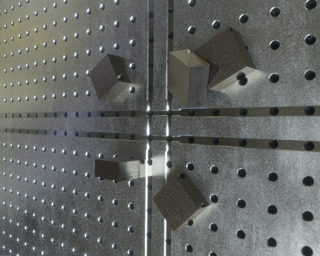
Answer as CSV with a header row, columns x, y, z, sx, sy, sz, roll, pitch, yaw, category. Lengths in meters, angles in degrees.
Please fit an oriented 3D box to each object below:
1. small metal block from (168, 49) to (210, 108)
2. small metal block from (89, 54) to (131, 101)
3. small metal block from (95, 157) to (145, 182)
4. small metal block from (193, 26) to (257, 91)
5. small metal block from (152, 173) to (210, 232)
x,y,z,sx,sy,sz,roll,pitch,yaw,category
0.032,-0.058,0.362,0.050,0.025,0.050,-128,32,-49,small metal block
-0.077,-0.076,0.475,0.050,0.025,0.050,-36,68,34,small metal block
-0.057,0.057,0.441,0.050,0.050,0.025,2,92,40,small metal block
0.072,-0.076,0.350,0.050,0.025,0.050,-30,71,36,small metal block
0.025,0.093,0.390,0.050,0.025,0.050,-51,60,28,small metal block
